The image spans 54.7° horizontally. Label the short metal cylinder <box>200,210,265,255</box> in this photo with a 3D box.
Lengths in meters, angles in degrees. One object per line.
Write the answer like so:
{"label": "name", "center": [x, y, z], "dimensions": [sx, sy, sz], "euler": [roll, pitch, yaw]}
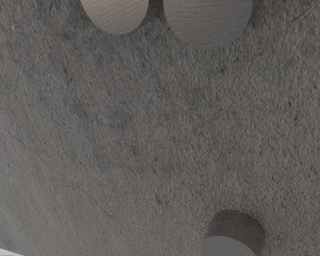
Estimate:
{"label": "short metal cylinder", "center": [0.103, 0.163, 0.437], "dimensions": [0.080, 0.050, 0.079], "euler": [13, 124, 21]}

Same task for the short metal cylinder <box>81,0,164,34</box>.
{"label": "short metal cylinder", "center": [-0.036, -0.143, 0.321], "dimensions": [0.080, 0.050, 0.079], "euler": [13, 124, 21]}

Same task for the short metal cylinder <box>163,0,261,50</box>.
{"label": "short metal cylinder", "center": [0.050, -0.120, 0.290], "dimensions": [0.080, 0.050, 0.079], "euler": [13, 124, 21]}
